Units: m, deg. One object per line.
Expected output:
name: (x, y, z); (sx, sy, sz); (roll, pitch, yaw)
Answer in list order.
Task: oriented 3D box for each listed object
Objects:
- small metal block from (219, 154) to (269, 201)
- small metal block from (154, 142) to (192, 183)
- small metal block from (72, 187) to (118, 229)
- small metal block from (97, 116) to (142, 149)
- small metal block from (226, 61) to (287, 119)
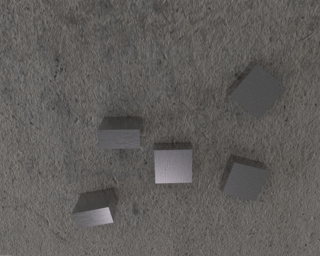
small metal block: (0.117, 0.070, 0.437); (0.050, 0.025, 0.050); (14, 110, -6)
small metal block: (0.018, 0.048, 0.427); (0.050, 0.025, 0.050); (-1, 110, 0)
small metal block: (-0.090, 0.112, 0.437); (0.050, 0.050, 0.025); (-12, 110, 4)
small metal block: (-0.050, 0.005, 0.398); (0.050, 0.050, 0.025); (-1, 110, 0)
small metal block: (0.121, -0.048, 0.393); (0.050, 0.025, 0.050); (36, 106, -12)
